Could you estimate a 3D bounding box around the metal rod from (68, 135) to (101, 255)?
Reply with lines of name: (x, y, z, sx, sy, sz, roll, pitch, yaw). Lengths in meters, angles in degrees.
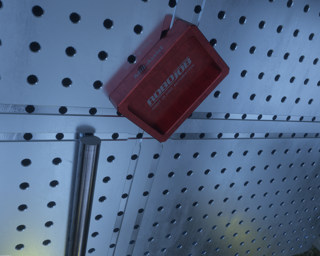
metal rod: (-0.114, 0.145, 0.440, 0.025, 0.025, 0.298, -2, 119, -28)

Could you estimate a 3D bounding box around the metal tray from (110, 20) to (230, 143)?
metal tray: (0.014, -0.054, 0.383, 0.130, 0.030, 0.090, -47, 130, 5)
